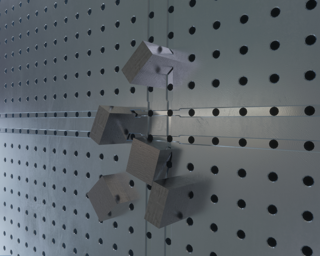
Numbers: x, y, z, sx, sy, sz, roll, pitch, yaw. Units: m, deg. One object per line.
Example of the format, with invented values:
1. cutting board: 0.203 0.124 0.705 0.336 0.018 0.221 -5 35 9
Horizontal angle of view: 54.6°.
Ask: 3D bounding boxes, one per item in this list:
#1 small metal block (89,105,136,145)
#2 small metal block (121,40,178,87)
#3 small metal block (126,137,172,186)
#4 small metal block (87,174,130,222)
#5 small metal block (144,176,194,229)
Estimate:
1. small metal block: -0.069 -0.004 0.451 0.025 0.050 0.050 34 111 35
2. small metal block: -0.013 -0.082 0.405 0.050 0.050 0.025 -47 62 30
3. small metal block: -0.016 0.044 0.424 0.050 0.025 0.050 22 104 38
4. small metal block: -0.081 0.107 0.477 0.050 0.025 0.050 -49 61 29
5. small metal block: 0.012 0.090 0.385 0.025 0.050 0.050 22 104 38
